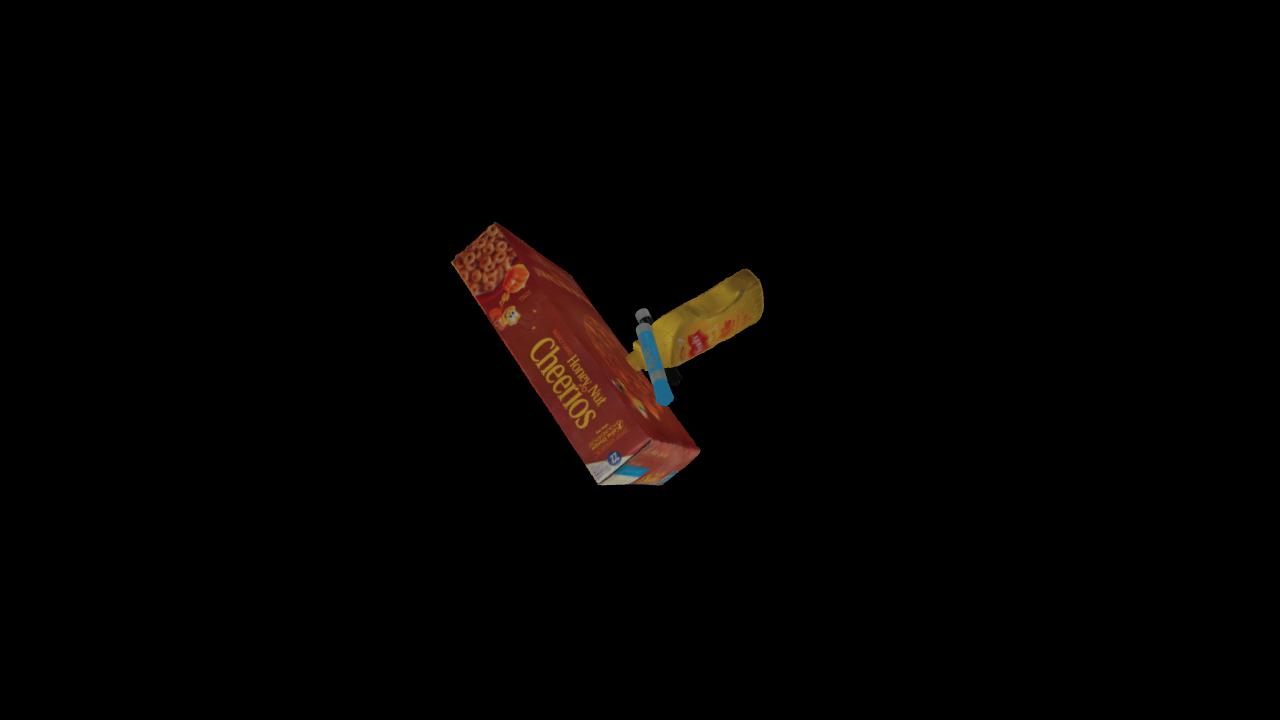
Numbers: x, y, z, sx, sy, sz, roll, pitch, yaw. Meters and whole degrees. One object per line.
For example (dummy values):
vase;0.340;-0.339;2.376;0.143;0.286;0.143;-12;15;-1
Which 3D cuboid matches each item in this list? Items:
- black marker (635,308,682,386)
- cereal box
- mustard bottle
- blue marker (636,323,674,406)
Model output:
black marker;0.023;-0.016;0.763;0.020;0.121;0.020;-16;-36;-12
cereal box;-0.066;0.003;0.705;0.081;0.306;0.203;-39;-20;8
mustard bottle;0.060;-0.036;0.738;0.184;0.054;0.092;-29;-23;-14
blue marker;0.015;0.004;0.663;0.020;0.020;0.121;0;41;-14
